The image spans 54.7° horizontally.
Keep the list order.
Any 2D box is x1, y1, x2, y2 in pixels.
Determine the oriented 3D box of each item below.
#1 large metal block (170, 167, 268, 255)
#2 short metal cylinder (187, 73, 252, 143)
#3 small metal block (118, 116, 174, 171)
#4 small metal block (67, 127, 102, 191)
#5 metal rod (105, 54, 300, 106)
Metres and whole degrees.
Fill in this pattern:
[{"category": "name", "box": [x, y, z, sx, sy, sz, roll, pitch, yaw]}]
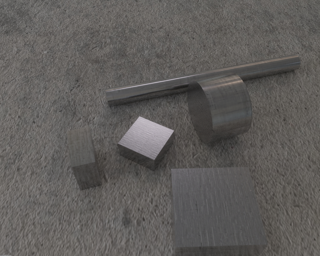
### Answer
[{"category": "large metal block", "box": [0.053, 0.088, 0.314, 0.081, 0.050, 0.080, -1, 50, -1]}, {"category": "short metal cylinder", "box": [0.072, -0.025, 0.390, 0.050, 0.080, 0.080, -14, 52, -11]}, {"category": "small metal block", "box": [-0.017, 0.019, 0.387, 0.050, 0.025, 0.050, 23, 54, 18]}, {"category": "small metal block", "box": [-0.087, 0.035, 0.357, 0.025, 0.050, 0.050, -12, 51, -10]}, {"category": "metal rod", "box": [0.070, -0.074, 0.465, 0.302, 0.025, 0.025, -12, 51, -10]}]
